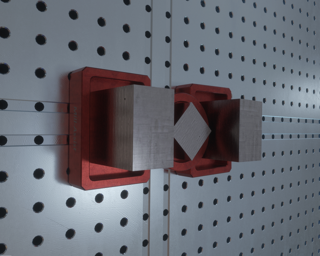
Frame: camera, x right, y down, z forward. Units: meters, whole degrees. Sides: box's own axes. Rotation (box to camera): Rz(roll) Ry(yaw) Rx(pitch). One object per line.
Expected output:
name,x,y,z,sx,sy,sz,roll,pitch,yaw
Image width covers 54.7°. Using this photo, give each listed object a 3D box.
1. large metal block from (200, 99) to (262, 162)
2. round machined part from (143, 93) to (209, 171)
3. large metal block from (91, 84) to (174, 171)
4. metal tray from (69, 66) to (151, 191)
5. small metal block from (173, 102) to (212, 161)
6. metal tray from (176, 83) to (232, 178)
large metal block,0.093,0.003,0.433,0.050,0.080,0.080,2,89,-40
round machined part,0.015,0.005,0.399,0.099,0.042,0.097,0,90,-40
large metal block,-0.031,0.000,0.330,0.050,0.080,0.080,1,90,-40
metal tray,-0.055,0.001,0.358,0.091,0.030,0.129,1,89,-40
small metal block,0.030,0.004,0.381,0.050,0.025,0.050,52,60,-27
metal tray,0.066,0.003,0.460,0.091,0.030,0.129,0,90,-40
